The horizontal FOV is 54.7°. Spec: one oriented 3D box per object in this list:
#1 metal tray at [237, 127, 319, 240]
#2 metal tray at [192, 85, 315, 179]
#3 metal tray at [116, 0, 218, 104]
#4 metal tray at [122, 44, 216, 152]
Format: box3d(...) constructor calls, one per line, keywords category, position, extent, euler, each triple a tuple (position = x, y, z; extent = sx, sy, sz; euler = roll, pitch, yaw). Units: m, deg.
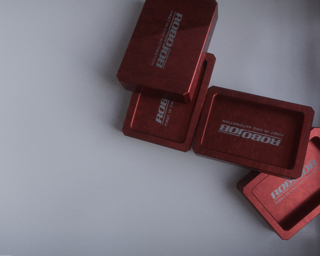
box3d(category="metal tray", position=(0.181, 0.071, 0.411), extent=(0.130, 0.030, 0.090), euler=(-40, 91, -1))
box3d(category="metal tray", position=(0.115, 0.005, 0.391), extent=(0.131, 0.030, 0.090), euler=(14, 81, 11))
box3d(category="metal tray", position=(0.011, -0.102, 0.383), extent=(0.090, 0.030, 0.130), euler=(15, 76, 15))
box3d(category="metal tray", position=(0.012, -0.042, 0.407), extent=(0.090, 0.030, 0.129), euler=(16, 90, 2))
